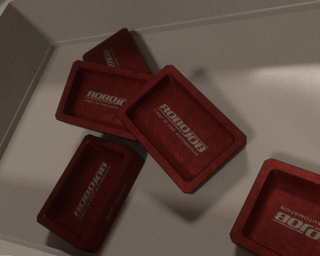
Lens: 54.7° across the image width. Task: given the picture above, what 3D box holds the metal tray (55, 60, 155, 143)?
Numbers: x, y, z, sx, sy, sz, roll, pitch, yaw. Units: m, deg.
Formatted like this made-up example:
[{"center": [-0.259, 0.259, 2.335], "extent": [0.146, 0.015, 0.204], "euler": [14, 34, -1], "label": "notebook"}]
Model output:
[{"center": [-0.070, -0.037, 0.426], "extent": [0.130, 0.030, 0.090], "euler": [14, 83, 18], "label": "metal tray"}]

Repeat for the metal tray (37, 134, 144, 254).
[{"center": [-0.089, 0.079, 0.398], "extent": [0.090, 0.030, 0.130], "euler": [16, 70, 34], "label": "metal tray"}]

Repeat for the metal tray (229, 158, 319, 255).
[{"center": [0.140, 0.091, 0.272], "extent": [0.130, 0.030, 0.090], "euler": [20, 72, 35], "label": "metal tray"}]

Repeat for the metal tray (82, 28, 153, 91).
[{"center": [-0.067, -0.094, 0.493], "extent": [0.090, 0.030, 0.130], "euler": [-31, 52, 7], "label": "metal tray"}]

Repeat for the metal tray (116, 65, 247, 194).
[{"center": [0.023, 0.000, 0.360], "extent": [0.090, 0.030, 0.130], "euler": [-42, 72, -1], "label": "metal tray"}]
